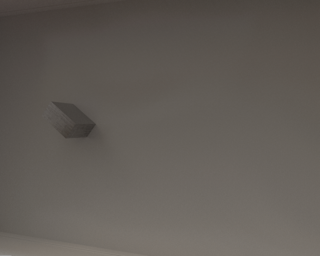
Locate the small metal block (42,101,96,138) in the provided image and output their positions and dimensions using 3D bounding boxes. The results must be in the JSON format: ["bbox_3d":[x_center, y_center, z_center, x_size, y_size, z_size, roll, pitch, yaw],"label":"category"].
[{"bbox_3d":[-0.129,-0.011,0.441,0.050,0.050,0.025,40,103,15],"label":"small metal block"}]
